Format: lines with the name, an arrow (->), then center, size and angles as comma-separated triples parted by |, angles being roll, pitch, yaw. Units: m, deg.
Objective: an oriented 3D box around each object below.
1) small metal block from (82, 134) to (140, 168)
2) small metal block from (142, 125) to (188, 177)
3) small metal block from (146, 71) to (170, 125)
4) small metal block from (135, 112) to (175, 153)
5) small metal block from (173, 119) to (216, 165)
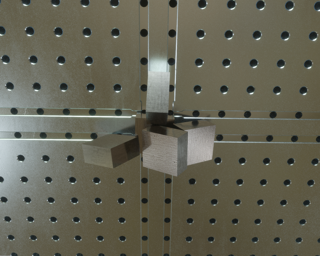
small metal block -> -0.063, 0.028, 0.399 | 0.050, 0.050, 0.025 | 5, 108, 35
small metal block -> 0.006, 0.027, 0.384 | 0.050, 0.025, 0.050 | 12, 113, 31
small metal block -> -0.003, -0.035, 0.376 | 0.025, 0.050, 0.050 | 3, 74, 0
small metal block -> -0.007, 0.007, 0.416 | 0.050, 0.025, 0.050 | 2, 110, -1
small metal block -> 0.044, 0.019, 0.409 | 0.050, 0.025, 0.050 | -9, 113, -30
